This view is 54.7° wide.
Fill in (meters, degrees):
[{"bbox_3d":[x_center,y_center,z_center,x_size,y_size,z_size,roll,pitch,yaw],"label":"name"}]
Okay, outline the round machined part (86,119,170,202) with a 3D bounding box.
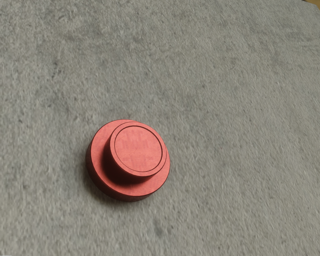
[{"bbox_3d":[-0.032,0.032,0.358,0.099,0.042,0.098,14,56,-21],"label":"round machined part"}]
